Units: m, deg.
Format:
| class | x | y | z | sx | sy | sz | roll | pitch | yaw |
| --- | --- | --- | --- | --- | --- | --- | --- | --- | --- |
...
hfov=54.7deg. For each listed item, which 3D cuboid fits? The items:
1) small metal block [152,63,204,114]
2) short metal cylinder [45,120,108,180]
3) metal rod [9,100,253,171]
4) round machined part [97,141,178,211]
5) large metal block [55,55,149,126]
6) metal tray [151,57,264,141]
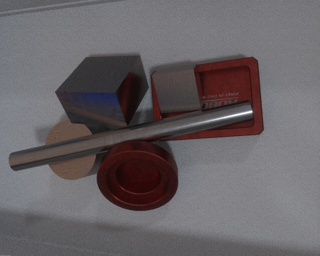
| class | x | y | z | sx | sy | sz | roll | pitch | yaw |
| --- | --- | --- | --- | --- | --- | --- | --- | --- | --- |
| small metal block | 0.023 | -0.048 | 0.377 | 0.050 | 0.025 | 0.050 | -5 | 115 | 20 |
| short metal cylinder | -0.111 | 0.029 | 0.432 | 0.080 | 0.050 | 0.079 | 0 | 90 | 19 |
| metal rod | -0.041 | 0.011 | 0.378 | 0.301 | 0.025 | 0.025 | -12 | 86 | 8 |
| round machined part | -0.027 | 0.055 | 0.391 | 0.099 | 0.042 | 0.097 | 1 | 122 | 2 |
| large metal block | -0.070 | -0.049 | 0.395 | 0.080 | 0.080 | 0.050 | 3 | 133 | 20 |
| metal tray | 0.057 | -0.032 | 0.385 | 0.130 | 0.030 | 0.089 | -5 | 88 | 19 |
